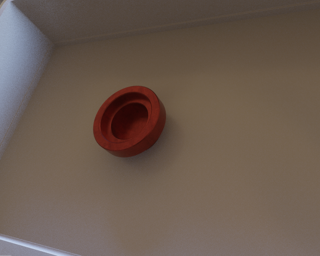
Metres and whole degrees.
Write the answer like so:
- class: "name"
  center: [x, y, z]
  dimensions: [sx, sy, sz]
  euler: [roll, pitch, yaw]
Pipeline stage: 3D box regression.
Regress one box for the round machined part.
- class: "round machined part"
  center: [-0.036, -0.005, 0.416]
  dimensions: [0.098, 0.042, 0.098]
  euler: [-13, 56, 20]
